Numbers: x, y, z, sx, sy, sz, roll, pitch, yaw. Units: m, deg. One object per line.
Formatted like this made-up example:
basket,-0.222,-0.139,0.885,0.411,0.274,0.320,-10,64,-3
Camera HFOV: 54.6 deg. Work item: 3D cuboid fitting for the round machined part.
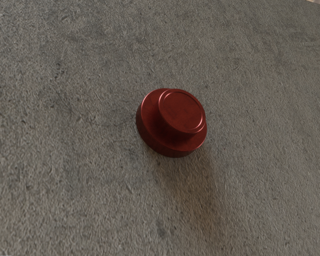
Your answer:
round machined part,0.021,-0.013,0.412,0.099,0.042,0.098,13,56,-21
